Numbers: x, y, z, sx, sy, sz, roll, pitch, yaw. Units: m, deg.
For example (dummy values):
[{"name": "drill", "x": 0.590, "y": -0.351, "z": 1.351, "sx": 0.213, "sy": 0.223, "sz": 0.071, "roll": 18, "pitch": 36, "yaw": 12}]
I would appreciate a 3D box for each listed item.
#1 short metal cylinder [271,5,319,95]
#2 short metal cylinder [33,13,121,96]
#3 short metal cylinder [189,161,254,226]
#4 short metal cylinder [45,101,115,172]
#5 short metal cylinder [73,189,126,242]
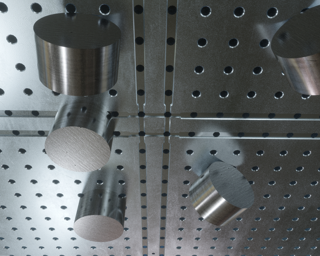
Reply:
[{"name": "short metal cylinder", "x": 0.161, "y": -0.079, "z": 0.311, "sx": 0.080, "sy": 0.080, "sz": 0.050, "roll": -28, "pitch": 125, "yaw": 21}, {"name": "short metal cylinder", "x": -0.081, "y": -0.075, "z": 0.310, "sx": 0.081, "sy": 0.080, "sz": 0.050, "roll": 7, "pitch": 130, "yaw": -6}, {"name": "short metal cylinder", "x": 0.091, "y": 0.097, "z": 0.459, "sx": 0.080, "sy": 0.080, "sz": 0.050, "roll": 24, "pitch": 126, "yaw": -19}, {"name": "short metal cylinder", "x": -0.102, "y": 0.012, "z": 0.404, "sx": 0.081, "sy": 0.050, "sz": 0.079, "roll": 0, "pitch": 130, "yaw": 0}, {"name": "short metal cylinder", "x": -0.099, "y": 0.148, "z": 0.520, "sx": 0.081, "sy": 0.050, "sz": 0.079, "roll": -1, "pitch": 130, "yaw": 0}]
